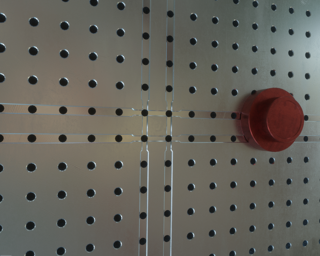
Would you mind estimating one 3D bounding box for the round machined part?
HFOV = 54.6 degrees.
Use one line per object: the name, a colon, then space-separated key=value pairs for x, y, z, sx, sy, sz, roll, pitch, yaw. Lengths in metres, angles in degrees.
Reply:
round machined part: x=0.176 y=-0.012 z=0.468 sx=0.099 sy=0.042 sz=0.097 roll=0 pitch=90 yaw=-20
